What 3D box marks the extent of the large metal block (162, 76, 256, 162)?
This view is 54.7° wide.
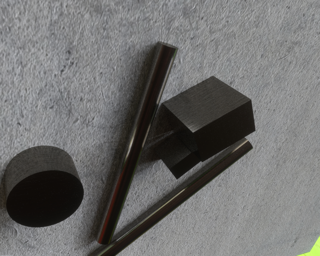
[{"bbox_3d":[0.062,-0.015,0.398,0.080,0.080,0.050,-29,129,-10],"label":"large metal block"}]

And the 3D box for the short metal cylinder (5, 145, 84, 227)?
[{"bbox_3d":[-0.135,0.067,0.359,0.081,0.050,0.079,-14,125,-21],"label":"short metal cylinder"}]

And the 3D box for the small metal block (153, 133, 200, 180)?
[{"bbox_3d":[0.027,0.035,0.429,0.050,0.050,0.025,-37,130,-4],"label":"small metal block"}]

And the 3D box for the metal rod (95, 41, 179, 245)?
[{"bbox_3d":[-0.038,0.035,0.409,0.025,0.025,0.298,6,116,-31],"label":"metal rod"}]

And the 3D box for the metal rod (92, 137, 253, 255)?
[{"bbox_3d":[0.022,0.114,0.491,0.301,0.025,0.025,-37,130,-4],"label":"metal rod"}]
